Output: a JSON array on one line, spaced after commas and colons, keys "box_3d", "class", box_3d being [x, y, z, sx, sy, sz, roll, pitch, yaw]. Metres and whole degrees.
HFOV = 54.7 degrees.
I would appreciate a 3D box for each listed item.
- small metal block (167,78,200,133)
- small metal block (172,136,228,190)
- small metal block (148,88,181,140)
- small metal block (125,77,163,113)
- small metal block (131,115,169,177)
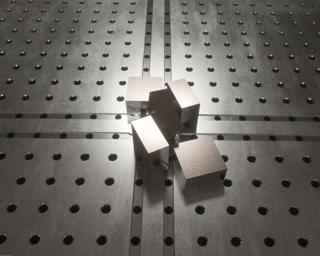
[{"box_3d": [0.030, -0.030, 0.417, 0.025, 0.050, 0.050, -16, 52, -13], "class": "small metal block"}, {"box_3d": [0.046, 0.041, 0.374, 0.050, 0.025, 0.050, -12, 51, -11], "class": "small metal block"}, {"box_3d": [0.004, -0.015, 0.395, 0.025, 0.050, 0.050, -13, 72, -11], "class": "small metal block"}, {"box_3d": [-0.022, -0.048, 0.448, 0.050, 0.025, 0.050, 1, 50, 1], "class": "small metal block"}, {"box_3d": [-0.012, 0.022, 0.373, 0.025, 0.050, 0.050, -20, 53, -16], "class": "small metal block"}]
